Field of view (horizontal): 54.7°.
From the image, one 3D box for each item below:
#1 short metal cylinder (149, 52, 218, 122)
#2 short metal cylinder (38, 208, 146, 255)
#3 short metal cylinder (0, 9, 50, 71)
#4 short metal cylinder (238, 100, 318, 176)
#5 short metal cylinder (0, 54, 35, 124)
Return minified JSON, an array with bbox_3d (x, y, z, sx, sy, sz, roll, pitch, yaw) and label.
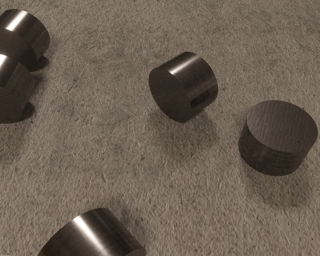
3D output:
[{"bbox_3d":[0.030,-0.054,0.414,0.050,0.080,0.080,-35,59,-26],"label":"short metal cylinder"},{"bbox_3d":[-0.059,0.117,0.268,0.080,0.080,0.050,-36,59,-26],"label":"short metal cylinder"},{"bbox_3d":[-0.219,-0.133,0.477,0.080,0.080,0.050,8,51,6],"label":"short metal cylinder"},{"bbox_3d":[0.142,0.012,0.379,0.081,0.050,0.080,0,50,0],"label":"short metal cylinder"},{"bbox_3d":[-0.214,-0.050,0.407,0.080,0.080,0.050,3,50,2],"label":"short metal cylinder"}]
